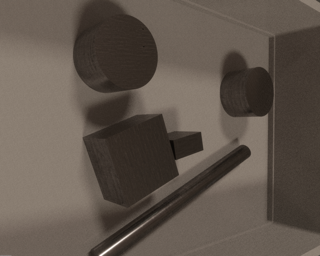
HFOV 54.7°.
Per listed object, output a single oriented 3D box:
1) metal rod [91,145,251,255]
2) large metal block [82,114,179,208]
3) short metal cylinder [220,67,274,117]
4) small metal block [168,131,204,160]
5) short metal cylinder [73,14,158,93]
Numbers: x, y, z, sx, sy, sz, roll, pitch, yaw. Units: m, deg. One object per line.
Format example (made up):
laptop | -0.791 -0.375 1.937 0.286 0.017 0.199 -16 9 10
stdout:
metal rod | 0.037 0.094 0.440 0.302 0.025 0.025 -26 107 -37
large metal block | -0.032 0.034 0.365 0.081 0.050 0.080 -26 107 -37
short metal cylinder | 0.145 -0.058 0.515 0.081 0.050 0.079 0 90 -40
small metal block | 0.021 0.022 0.410 0.050 0.050 0.025 -15 100 -39
short metal cylinder | -0.050 -0.081 0.350 0.081 0.050 0.079 0 90 -40
